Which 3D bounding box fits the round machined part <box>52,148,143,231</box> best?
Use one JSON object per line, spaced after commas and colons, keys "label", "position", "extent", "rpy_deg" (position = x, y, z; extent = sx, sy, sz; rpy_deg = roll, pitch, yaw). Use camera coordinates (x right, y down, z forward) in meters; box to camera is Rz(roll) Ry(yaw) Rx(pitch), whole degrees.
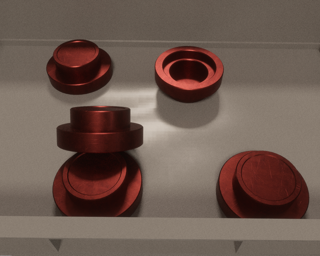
{"label": "round machined part", "position": [-0.069, 0.059, 0.344], "extent": [0.099, 0.042, 0.098], "rpy_deg": [0, 50, 0]}

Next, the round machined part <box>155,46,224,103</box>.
{"label": "round machined part", "position": [0.042, -0.075, 0.458], "extent": [0.099, 0.042, 0.098], "rpy_deg": [0, 50, 0]}

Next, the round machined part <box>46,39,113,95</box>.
{"label": "round machined part", "position": [-0.124, -0.100, 0.476], "extent": [0.099, 0.042, 0.098], "rpy_deg": [0, 50, 0]}

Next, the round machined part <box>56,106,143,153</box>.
{"label": "round machined part", "position": [-0.069, -0.003, 0.361], "extent": [0.099, 0.042, 0.098], "rpy_deg": [1, 9, 0]}

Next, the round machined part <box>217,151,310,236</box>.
{"label": "round machined part", "position": [0.114, 0.064, 0.342], "extent": [0.099, 0.042, 0.098], "rpy_deg": [0, 50, 0]}
